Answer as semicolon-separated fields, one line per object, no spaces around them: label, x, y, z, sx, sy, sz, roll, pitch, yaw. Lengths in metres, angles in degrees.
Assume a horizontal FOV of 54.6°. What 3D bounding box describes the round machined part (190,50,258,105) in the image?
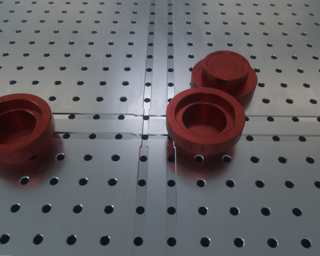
round machined part;0.096;-0.079;0.464;0.099;0.042;0.098;0;50;0

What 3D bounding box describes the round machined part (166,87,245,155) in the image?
round machined part;0.057;-0.005;0.401;0.099;0.042;0.098;0;50;0

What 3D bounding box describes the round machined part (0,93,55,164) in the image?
round machined part;-0.183;0.005;0.392;0.099;0.042;0.098;0;50;0
